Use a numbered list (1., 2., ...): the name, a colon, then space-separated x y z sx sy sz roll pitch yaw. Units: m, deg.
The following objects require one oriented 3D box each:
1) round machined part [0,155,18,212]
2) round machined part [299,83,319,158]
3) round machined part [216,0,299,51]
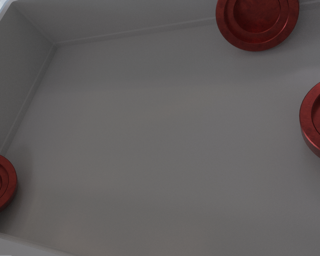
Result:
1. round machined part: -0.264 0.087 0.459 0.099 0.042 0.098 9 59 -14
2. round machined part: 0.189 -0.004 0.298 0.098 0.042 0.098 -13 56 21
3. round machined part: 0.124 -0.151 0.393 0.098 0.098 0.042 -2 36 27
